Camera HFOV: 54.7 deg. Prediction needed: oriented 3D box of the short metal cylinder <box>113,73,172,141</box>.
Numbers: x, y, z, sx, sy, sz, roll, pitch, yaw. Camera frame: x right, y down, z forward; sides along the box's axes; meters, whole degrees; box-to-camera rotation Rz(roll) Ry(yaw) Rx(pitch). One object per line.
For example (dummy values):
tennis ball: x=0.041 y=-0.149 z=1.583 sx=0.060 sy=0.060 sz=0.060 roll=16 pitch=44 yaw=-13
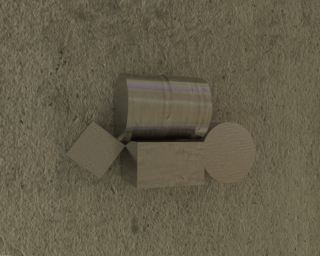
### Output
short metal cylinder: x=-0.023 y=-0.025 z=0.373 sx=0.050 sy=0.080 sz=0.079 roll=1 pitch=90 yaw=-20

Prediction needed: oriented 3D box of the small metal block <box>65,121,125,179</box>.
small metal block: x=-0.080 y=0.026 z=0.381 sx=0.050 sy=0.025 sz=0.050 roll=40 pitch=77 yaw=-16

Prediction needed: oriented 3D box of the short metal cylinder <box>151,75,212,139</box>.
short metal cylinder: x=0.024 y=-0.025 z=0.390 sx=0.050 sy=0.080 sz=0.079 roll=1 pitch=90 yaw=-20

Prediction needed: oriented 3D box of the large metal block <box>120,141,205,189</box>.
large metal block: x=0.000 y=0.040 z=0.382 sx=0.081 sy=0.080 sz=0.050 roll=1 pitch=90 yaw=-20

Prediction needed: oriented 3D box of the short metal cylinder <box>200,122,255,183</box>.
short metal cylinder: x=0.082 y=0.032 z=0.427 sx=0.081 sy=0.050 sz=0.079 roll=0 pitch=90 yaw=-20
